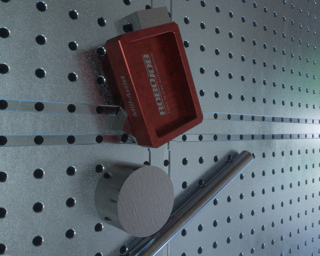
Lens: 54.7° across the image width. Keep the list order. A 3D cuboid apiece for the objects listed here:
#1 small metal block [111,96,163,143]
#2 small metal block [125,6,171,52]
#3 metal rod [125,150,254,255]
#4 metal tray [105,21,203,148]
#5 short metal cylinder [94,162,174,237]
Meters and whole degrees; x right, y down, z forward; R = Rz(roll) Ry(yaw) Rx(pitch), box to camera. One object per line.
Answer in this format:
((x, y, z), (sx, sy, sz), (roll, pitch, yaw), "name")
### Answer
((-0.026, -0.010, 0.387), (0.050, 0.025, 0.050), (31, 71, -36), "small metal block")
((-0.011, -0.125, 0.400), (0.050, 0.025, 0.050), (-26, 107, -37), "small metal block")
((0.046, 0.116, 0.447), (0.302, 0.025, 0.025), (-32, 110, -35), "metal rod")
((-0.002, -0.052, 0.370), (0.091, 0.030, 0.129), (-28, 108, -36), "metal tray")
((-0.030, 0.082, 0.368), (0.081, 0.050, 0.080), (0, 90, -40), "short metal cylinder")
